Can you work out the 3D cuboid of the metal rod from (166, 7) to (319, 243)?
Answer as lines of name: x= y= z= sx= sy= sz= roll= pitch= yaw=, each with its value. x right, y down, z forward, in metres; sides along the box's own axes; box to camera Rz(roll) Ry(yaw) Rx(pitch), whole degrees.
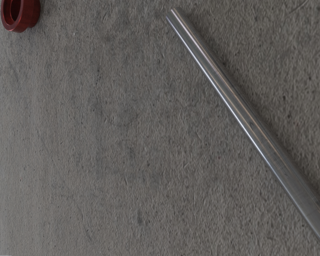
metal rod: x=0.087 y=-0.021 z=0.333 sx=0.025 sy=0.025 sz=0.299 roll=-44 pitch=64 yaw=31

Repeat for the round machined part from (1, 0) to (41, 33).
round machined part: x=-0.277 y=-0.240 z=0.623 sx=0.098 sy=0.042 sz=0.097 roll=0 pitch=90 yaw=40
